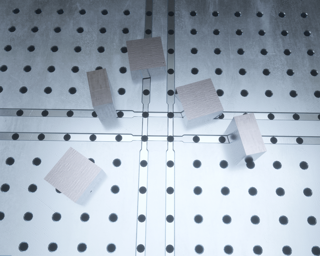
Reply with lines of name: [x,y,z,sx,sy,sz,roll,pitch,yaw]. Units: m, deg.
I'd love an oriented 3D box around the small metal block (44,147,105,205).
small metal block: [-0.106,0.060,0.389,0.050,0.025,0.050,33,73,11]

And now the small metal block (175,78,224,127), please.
small metal block: [0.053,-0.035,0.425,0.050,0.025,0.050,-16,71,-6]

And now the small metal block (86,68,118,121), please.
small metal block: [-0.076,-0.043,0.414,0.025,0.050,0.050,-13,71,-4]

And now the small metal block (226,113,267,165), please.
small metal block: [0.108,0.015,0.394,0.025,0.050,0.050,-12,71,-4]

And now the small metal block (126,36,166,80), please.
small metal block: [-0.020,-0.101,0.449,0.050,0.025,0.050,-9,70,-3]
